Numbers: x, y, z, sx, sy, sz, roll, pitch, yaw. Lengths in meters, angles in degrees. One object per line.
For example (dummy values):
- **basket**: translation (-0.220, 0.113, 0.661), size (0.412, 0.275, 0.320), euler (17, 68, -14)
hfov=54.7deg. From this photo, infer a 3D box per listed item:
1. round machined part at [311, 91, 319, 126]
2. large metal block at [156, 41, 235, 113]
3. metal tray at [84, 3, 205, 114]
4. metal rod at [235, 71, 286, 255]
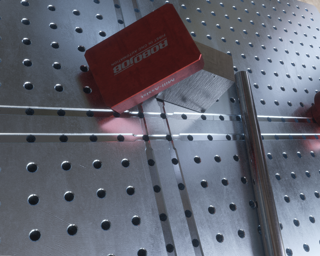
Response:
- **round machined part**: translation (0.336, -0.030, 0.600), size (0.099, 0.042, 0.098), euler (14, 56, -21)
- **large metal block**: translation (0.049, -0.073, 0.445), size (0.081, 0.080, 0.050), euler (17, 54, -19)
- **metal tray**: translation (-0.021, -0.088, 0.396), size (0.130, 0.030, 0.090), euler (-28, 73, 8)
- **metal rod**: translation (0.144, 0.036, 0.466), size (0.025, 0.025, 0.299), euler (13, 56, -22)
